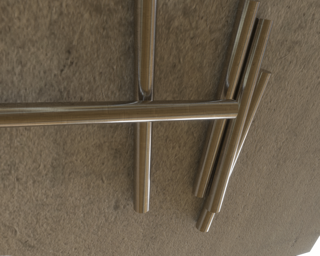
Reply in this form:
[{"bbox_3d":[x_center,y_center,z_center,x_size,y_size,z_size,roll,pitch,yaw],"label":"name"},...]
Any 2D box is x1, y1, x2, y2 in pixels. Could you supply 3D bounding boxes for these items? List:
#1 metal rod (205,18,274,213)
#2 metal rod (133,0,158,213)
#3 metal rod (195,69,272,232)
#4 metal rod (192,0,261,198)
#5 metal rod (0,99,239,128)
[{"bbox_3d":[0.110,-0.004,0.452,0.025,0.025,0.298,-3,116,-28],"label":"metal rod"},{"bbox_3d":[-0.021,-0.009,0.391,0.025,0.025,0.298,-11,124,-23],"label":"metal rod"},{"bbox_3d":[0.111,0.049,0.500,0.025,0.025,0.298,0,118,-29],"label":"metal rod"},{"bbox_3d":[0.087,-0.024,0.441,0.025,0.025,0.298,-5,121,-26],"label":"metal rod"},{"bbox_3d":[-0.051,-0.017,0.342,0.303,0.025,0.025,-3,120,-18],"label":"metal rod"}]
